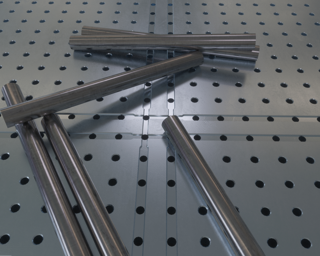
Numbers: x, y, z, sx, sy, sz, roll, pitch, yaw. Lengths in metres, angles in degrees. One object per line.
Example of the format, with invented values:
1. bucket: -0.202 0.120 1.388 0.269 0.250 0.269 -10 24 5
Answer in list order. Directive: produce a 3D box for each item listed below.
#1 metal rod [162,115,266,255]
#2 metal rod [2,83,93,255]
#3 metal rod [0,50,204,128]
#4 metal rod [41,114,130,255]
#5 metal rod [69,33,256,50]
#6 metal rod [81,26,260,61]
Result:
1. metal rod: 0.073 0.098 0.326 0.025 0.025 0.300 -18 52 -15
2. metal rod: -0.142 0.043 0.370 0.025 0.025 0.300 -24 54 -19
3. metal rod: -0.064 -0.063 0.442 0.302 0.025 0.025 -22 53 -24
4. metal rod: -0.071 0.089 0.332 0.025 0.025 0.300 -24 54 -19
5. metal rod: -0.001 -0.140 0.506 0.301 0.025 0.025 2 50 9
6. metal rod: 0.014 -0.146 0.530 0.301 0.025 0.025 9 51 7
